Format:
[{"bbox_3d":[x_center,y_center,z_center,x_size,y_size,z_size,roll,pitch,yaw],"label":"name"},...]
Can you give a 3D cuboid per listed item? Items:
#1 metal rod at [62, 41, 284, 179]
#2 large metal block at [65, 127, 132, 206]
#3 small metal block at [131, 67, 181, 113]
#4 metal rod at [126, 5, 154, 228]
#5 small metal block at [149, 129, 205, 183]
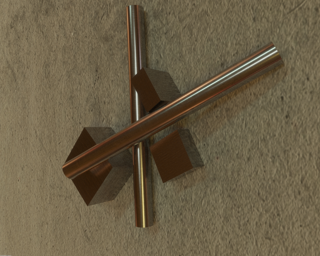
[{"bbox_3d":[-0.003,-0.008,0.366,0.300,0.025,0.025,-29,72,23],"label":"metal rod"},{"bbox_3d":[-0.089,0.055,0.460,0.080,0.050,0.080,49,119,28],"label":"large metal block"},{"bbox_3d":[-0.002,-0.046,0.388,0.025,0.050,0.050,-40,66,32],"label":"small metal block"},{"bbox_3d":[-0.028,-0.017,0.425,0.025,0.025,0.298,-5,87,39],"label":"metal rod"},{"bbox_3d":[0.020,0.035,0.387,0.050,0.025,0.050,-34,69,34],"label":"small metal block"}]
